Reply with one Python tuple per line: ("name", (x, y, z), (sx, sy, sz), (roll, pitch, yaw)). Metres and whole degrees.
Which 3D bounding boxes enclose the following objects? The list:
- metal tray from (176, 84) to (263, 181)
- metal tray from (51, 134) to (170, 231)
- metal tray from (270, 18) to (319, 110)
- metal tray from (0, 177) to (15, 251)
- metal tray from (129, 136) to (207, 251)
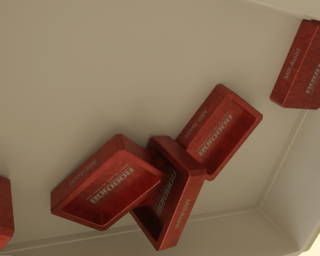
("metal tray", (0.082, 0.011, 0.458), (0.090, 0.030, 0.130), (28, 103, -38))
("metal tray", (-0.064, 0.075, 0.399), (0.130, 0.030, 0.090), (-41, 129, 15))
("metal tray", (0.234, -0.094, 0.478), (0.091, 0.030, 0.129), (1, 118, -29))
("metal tray", (-0.209, 0.121, 0.327), (0.130, 0.090, 0.030), (-48, 129, 6))
("metal tray", (0.004, 0.087, 0.422), (0.030, 0.090, 0.129), (0, 119, -38))
